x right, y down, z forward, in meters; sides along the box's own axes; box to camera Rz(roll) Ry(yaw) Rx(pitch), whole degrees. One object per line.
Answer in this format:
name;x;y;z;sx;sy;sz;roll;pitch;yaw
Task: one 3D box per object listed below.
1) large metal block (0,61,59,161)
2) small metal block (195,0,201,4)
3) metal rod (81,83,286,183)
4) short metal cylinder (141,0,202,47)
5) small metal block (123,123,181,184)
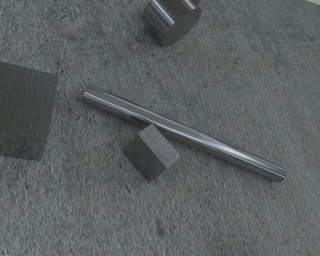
large metal block;-0.154;-0.018;0.316;0.081;0.050;0.080;12;57;-22
small metal block;0.058;-0.262;0.578;0.050;0.050;0.025;6;59;-25
metal rod;0.042;0.013;0.418;0.302;0.025;0.025;23;53;-15
short metal cylinder;0.018;-0.174;0.484;0.081;0.080;0.050;-33;81;-38
small metal block;-0.011;0.031;0.363;0.050;0.050;0.025;50;51;6
